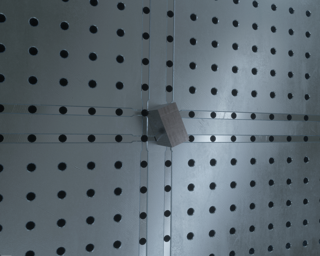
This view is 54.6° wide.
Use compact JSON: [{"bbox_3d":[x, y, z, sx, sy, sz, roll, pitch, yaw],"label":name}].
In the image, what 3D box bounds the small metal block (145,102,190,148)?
[{"bbox_3d":[0.008,-0.004,0.402,0.025,0.050,0.050,-24,99,-18],"label":"small metal block"}]
